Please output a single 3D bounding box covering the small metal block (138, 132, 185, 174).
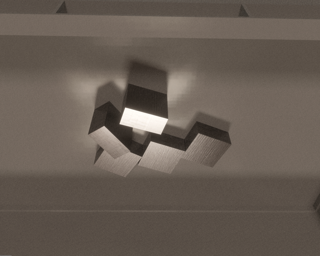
[{"bbox_3d":[0.001,0.034,0.438,0.050,0.025,0.050,17,128,-15],"label":"small metal block"}]

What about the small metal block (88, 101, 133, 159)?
[{"bbox_3d":[-0.061,0.002,0.394,0.025,0.050,0.050,-27,125,21],"label":"small metal block"}]

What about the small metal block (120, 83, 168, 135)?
[{"bbox_3d":[-0.019,-0.023,0.373,0.050,0.050,0.025,15,128,-13],"label":"small metal block"}]

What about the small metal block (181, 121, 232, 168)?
[{"bbox_3d":[0.062,0.024,0.430,0.050,0.025,0.050,19,128,-16],"label":"small metal block"}]

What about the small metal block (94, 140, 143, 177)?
[{"bbox_3d":[-0.059,0.038,0.441,0.050,0.025,0.050,25,126,-20],"label":"small metal block"}]
